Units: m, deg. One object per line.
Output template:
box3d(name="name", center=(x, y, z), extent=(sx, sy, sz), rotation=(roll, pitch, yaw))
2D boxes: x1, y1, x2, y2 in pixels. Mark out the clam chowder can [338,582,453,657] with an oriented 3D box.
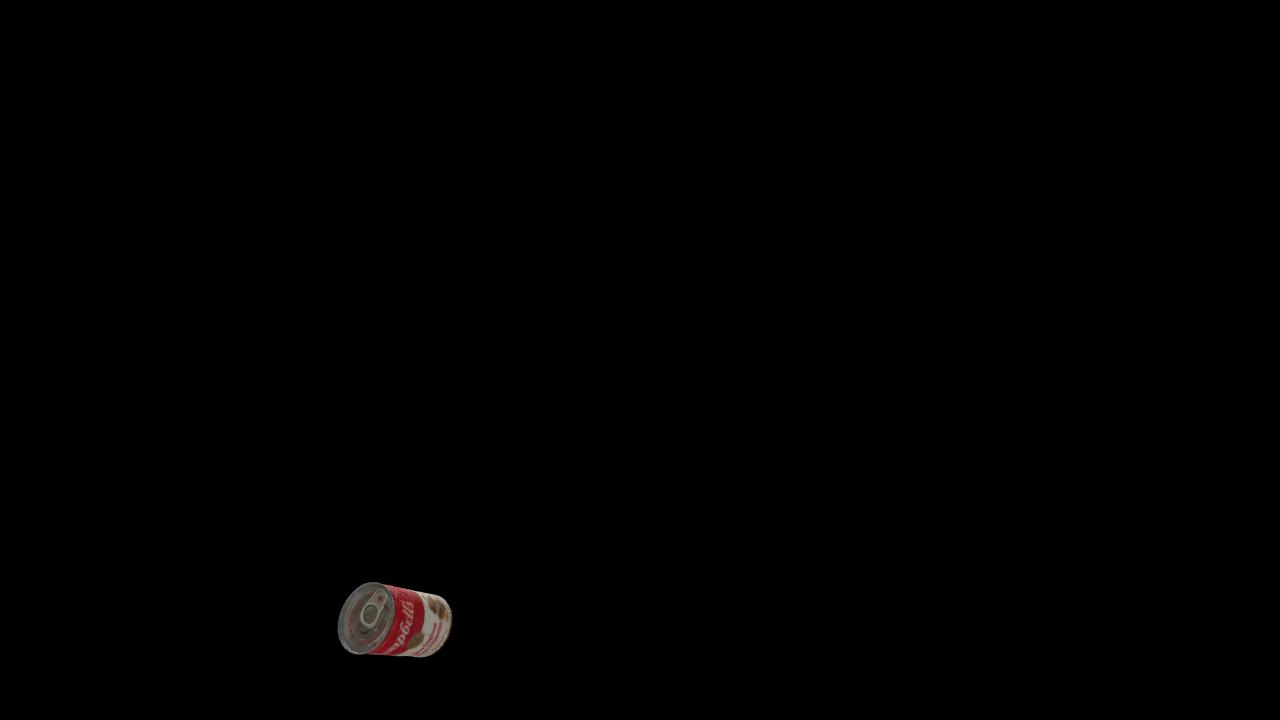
box3d(name="clam chowder can", center=(-0.257, 0.279, 0.655), extent=(0.068, 0.068, 0.102), rotation=(0, -26, 22))
